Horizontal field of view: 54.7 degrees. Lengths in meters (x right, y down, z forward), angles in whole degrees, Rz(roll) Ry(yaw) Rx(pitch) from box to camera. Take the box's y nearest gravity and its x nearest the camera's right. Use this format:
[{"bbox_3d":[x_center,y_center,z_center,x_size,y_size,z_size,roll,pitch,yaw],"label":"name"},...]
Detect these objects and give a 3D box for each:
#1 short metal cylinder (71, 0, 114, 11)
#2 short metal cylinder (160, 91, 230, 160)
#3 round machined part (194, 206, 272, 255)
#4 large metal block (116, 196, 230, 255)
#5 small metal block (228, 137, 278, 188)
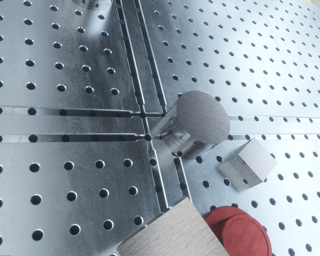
[{"bbox_3d":[-0.104,-0.229,0.476,0.081,0.050,0.080,14,56,-21],"label":"short metal cylinder"},{"bbox_3d":[0.047,-0.003,0.419,0.081,0.050,0.080,14,56,-21],"label":"short metal cylinder"},{"bbox_3d":[0.089,0.139,0.361,0.099,0.042,0.098,14,56,-21],"label":"round machined part"},{"bbox_3d":[0.017,0.124,0.303,0.080,0.050,0.080,-35,80,-6],"label":"large metal block"},{"bbox_3d":[0.135,0.049,0.451,0.050,0.025,0.050,49,51,6],"label":"small metal block"}]
